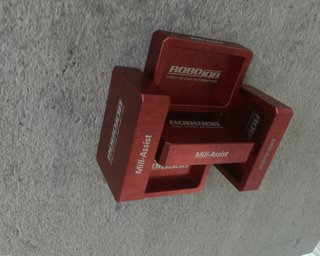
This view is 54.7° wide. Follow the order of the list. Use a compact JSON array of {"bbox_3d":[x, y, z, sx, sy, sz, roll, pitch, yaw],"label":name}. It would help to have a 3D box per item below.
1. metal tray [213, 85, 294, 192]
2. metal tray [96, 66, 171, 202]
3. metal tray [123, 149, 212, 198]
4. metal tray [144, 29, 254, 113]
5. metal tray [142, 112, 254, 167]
[{"bbox_3d":[0.122,0.013,0.441,0.030,0.090,0.129,1,118,-29],"label":"metal tray"},{"bbox_3d":[-0.036,0.006,0.350,0.030,0.090,0.129,1,119,-29],"label":"metal tray"},{"bbox_3d":[0.013,0.053,0.447,0.131,0.030,0.089,0,117,-29],"label":"metal tray"},{"bbox_3d":[0.045,-0.066,0.389,0.131,0.030,0.089,0,121,-29],"label":"metal tray"},{"bbox_3d":[0.042,0.009,0.396,0.131,0.090,0.030,1,119,-29],"label":"metal tray"}]
